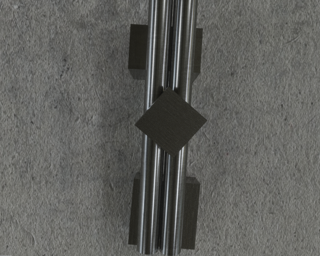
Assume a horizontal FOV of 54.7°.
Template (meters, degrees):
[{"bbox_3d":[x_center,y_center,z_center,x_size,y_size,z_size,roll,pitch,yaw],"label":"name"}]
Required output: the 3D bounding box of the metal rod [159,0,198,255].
[{"bbox_3d":[0.020,-0.007,0.338,0.025,0.025,0.298,3,97,0],"label":"metal rod"}]

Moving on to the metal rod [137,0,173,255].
[{"bbox_3d":[-0.006,-0.008,0.338,0.025,0.025,0.298,3,97,0],"label":"metal rod"}]

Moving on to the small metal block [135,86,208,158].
[{"bbox_3d":[0.011,-0.007,0.314,0.050,0.025,0.050,41,95,-6],"label":"small metal block"}]

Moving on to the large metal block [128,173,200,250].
[{"bbox_3d":[0.005,0.104,0.398,0.080,0.050,0.080,5,90,0],"label":"large metal block"}]

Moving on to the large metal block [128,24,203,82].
[{"bbox_3d":[0.006,-0.089,0.384,0.080,0.080,0.050,3,90,0],"label":"large metal block"}]
